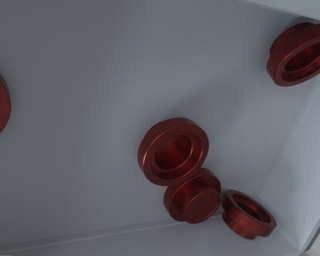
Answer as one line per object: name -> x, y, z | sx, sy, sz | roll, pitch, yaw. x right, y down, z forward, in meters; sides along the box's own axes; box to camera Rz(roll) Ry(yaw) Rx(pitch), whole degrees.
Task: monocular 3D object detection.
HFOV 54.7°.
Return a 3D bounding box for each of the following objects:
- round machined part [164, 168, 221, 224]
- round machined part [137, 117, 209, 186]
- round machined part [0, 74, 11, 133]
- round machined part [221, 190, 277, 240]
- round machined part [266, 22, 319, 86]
round machined part -> 0.059, 0.116, 0.504 | 0.099, 0.042, 0.097 | -14, 125, -21
round machined part -> 0.014, 0.028, 0.425 | 0.099, 0.042, 0.097 | -14, 125, -21
round machined part -> -0.190, -0.019, 0.282 | 0.099, 0.042, 0.097 | -14, 125, -21
round machined part -> 0.148, 0.155, 0.542 | 0.099, 0.098, 0.042 | 19, 108, -36
round machined part -> 0.192, -0.104, 0.424 | 0.099, 0.042, 0.098 | -16, 151, -9
